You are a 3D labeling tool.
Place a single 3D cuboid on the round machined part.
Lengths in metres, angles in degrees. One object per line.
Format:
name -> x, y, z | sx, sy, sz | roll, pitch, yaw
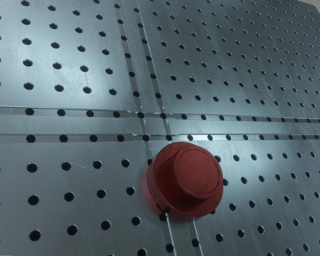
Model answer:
round machined part -> 0.038, 0.060, 0.383 | 0.099, 0.042, 0.098 | 14, 56, -21
